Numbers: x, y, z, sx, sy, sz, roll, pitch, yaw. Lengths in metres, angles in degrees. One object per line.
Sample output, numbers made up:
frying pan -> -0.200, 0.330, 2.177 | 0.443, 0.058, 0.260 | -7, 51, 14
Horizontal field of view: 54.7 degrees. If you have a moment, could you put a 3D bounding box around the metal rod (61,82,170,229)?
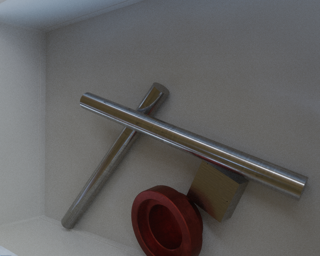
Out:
metal rod -> -0.078, 0.056, 0.468 | 0.025, 0.025, 0.298 | 51, 120, 27

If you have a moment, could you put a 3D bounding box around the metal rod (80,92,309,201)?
metal rod -> 0.016, 0.009, 0.369 | 0.300, 0.025, 0.025 | 22, 104, 30

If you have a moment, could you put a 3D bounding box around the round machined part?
round machined part -> 0.013, 0.116, 0.376 | 0.098, 0.042, 0.097 | 13, 109, 43

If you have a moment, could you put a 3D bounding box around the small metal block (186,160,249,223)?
small metal block -> 0.065, 0.069, 0.352 | 0.050, 0.025, 0.050 | 33, 110, 34
